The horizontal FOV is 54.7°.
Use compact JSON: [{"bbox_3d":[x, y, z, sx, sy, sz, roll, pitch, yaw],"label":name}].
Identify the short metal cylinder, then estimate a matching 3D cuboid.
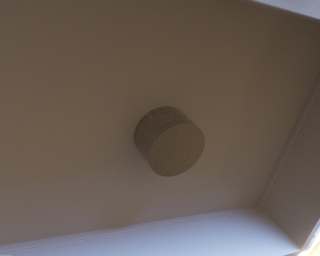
[{"bbox_3d":[0.012,0.017,0.412,0.081,0.050,0.079,-14,125,-21],"label":"short metal cylinder"}]
